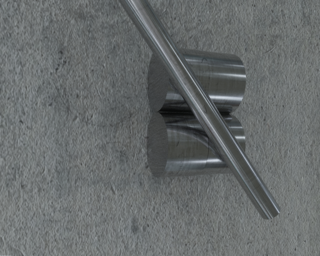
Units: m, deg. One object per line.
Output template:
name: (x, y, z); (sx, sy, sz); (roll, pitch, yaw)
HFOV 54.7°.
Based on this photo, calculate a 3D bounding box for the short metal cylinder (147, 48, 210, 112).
short metal cylinder: (0.020, -0.060, 0.389); (0.050, 0.080, 0.079); (1, 90, -20)

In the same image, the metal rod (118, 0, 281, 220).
metal rod: (0.050, -0.018, 0.344); (0.025, 0.025, 0.299); (-38, 103, -16)

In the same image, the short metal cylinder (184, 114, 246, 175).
short metal cylinder: (0.067, 0.021, 0.406); (0.050, 0.080, 0.079); (1, 90, -20)

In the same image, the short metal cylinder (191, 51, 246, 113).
short metal cylinder: (0.067, -0.059, 0.406); (0.050, 0.080, 0.079); (1, 90, -20)

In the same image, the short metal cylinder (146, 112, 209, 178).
short metal cylinder: (0.019, 0.021, 0.388); (0.050, 0.080, 0.079); (1, 90, -20)
